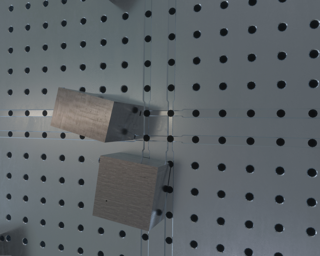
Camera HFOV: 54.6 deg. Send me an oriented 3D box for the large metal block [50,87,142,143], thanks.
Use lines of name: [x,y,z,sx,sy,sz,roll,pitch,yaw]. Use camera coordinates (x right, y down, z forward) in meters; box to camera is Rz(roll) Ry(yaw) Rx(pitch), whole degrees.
large metal block: [-0.082,-0.017,0.413,0.080,0.080,0.050,15,95,19]

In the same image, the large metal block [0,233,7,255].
large metal block: [-0.302,0.221,0.507,0.080,0.050,0.080,-9,87,20]

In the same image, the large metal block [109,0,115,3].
large metal block: [-0.081,-0.237,0.429,0.080,0.050,0.080,43,103,15]

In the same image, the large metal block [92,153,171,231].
large metal block: [-0.037,0.081,0.413,0.080,0.050,0.080,9,93,19]
